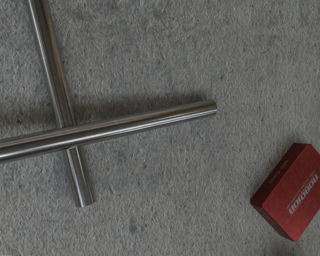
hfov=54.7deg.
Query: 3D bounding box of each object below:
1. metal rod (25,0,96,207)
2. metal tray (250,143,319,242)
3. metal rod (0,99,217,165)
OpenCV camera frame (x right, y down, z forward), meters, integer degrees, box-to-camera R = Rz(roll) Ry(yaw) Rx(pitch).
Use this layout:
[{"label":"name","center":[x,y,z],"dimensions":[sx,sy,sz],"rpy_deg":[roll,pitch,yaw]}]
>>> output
[{"label":"metal rod","center":[-0.122,-0.054,0.364],"dimensions":[0.025,0.025,0.298],"rpy_deg":[-14,95,-20]},{"label":"metal tray","center":[0.214,0.098,0.488],"dimensions":[0.090,0.030,0.130],"rpy_deg":[46,75,-15]},{"label":"metal rod","center":[-0.057,0.001,0.367],"dimensions":[0.303,0.025,0.025],"rpy_deg":[-13,95,-28]}]
